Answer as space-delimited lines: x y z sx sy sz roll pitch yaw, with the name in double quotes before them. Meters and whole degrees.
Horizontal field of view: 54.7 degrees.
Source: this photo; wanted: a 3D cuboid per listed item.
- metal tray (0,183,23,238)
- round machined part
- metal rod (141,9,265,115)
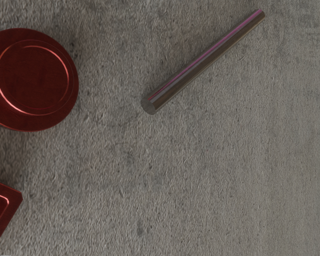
"metal tray" -0.191 0.065 0.241 0.130 0.030 0.090 39 66 -33
"round machined part" -0.122 -0.045 0.292 0.099 0.042 0.097 0 90 -40
"metal rod" 0.080 -0.113 0.470 0.302 0.025 0.025 -42 116 -32
